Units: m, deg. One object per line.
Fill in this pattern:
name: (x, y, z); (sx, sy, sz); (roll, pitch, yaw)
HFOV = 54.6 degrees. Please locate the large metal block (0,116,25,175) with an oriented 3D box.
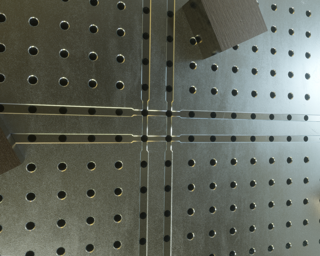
large metal block: (-0.202, 0.020, 0.325); (0.080, 0.050, 0.080); (-29, 100, -18)

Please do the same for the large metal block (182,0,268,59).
large metal block: (0.090, -0.152, 0.432); (0.080, 0.050, 0.080); (-27, 99, -18)
